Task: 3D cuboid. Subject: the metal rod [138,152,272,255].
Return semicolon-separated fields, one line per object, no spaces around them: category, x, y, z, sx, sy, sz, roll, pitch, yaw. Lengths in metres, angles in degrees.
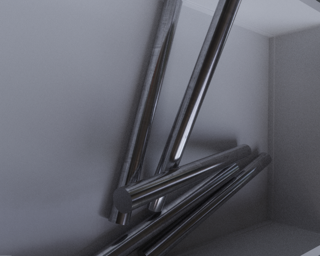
metal rod;0.088;0.111;0.483;0.302;0.025;0.025;-27;108;-37

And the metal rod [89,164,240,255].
metal rod;0.011;0.116;0.418;0.302;0.025;0.025;-25;106;-38

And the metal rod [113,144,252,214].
metal rod;0.055;0.054;0.413;0.302;0.025;0.025;-9;96;-53

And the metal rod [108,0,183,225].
metal rod;-0.015;-0.031;0.395;0.025;0.025;0.299;22;76;-38

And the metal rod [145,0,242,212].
metal rod;0.041;-0.036;0.379;0.025;0.025;0.298;12;102;-40
